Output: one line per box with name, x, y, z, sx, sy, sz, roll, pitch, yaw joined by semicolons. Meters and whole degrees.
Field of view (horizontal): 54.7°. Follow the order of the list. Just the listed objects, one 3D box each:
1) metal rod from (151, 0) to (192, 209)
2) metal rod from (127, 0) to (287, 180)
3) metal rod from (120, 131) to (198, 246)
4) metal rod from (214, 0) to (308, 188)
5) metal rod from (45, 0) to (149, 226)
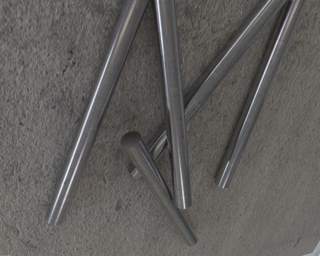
metal rod;0.017;-0.027;0.373;0.025;0.025;0.298;-17;118;-19
metal rod;0.058;-0.052;0.405;0.025;0.025;0.299;32;100;-38
metal rod;0.012;0.108;0.457;0.025;0.025;0.299;-33;136;-7
metal rod;0.141;-0.037;0.460;0.025;0.025;0.298;1;118;-29
metal rod;-0.079;-0.010;0.357;0.025;0.025;0.298;12;112;-33
